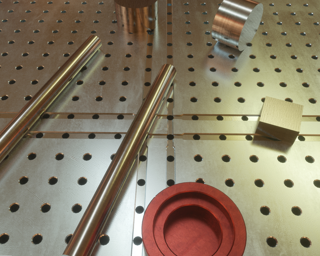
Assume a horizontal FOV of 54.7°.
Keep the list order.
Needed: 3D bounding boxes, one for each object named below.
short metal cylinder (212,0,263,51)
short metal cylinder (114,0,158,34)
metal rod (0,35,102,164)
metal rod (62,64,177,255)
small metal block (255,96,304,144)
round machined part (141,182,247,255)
[{"bbox_3d":[0.130,-0.177,0.521,0.050,0.080,0.080,31,56,23],"label":"short metal cylinder"},{"bbox_3d":[-0.043,-0.220,0.576,0.080,0.050,0.080,0,50,0],"label":"short metal cylinder"},{"bbox_3d":[-0.165,-0.041,0.440,0.025,0.025,0.301,17,52,13],"label":"metal rod"},{"bbox_3d":[-0.035,0.019,0.390,0.025,0.025,0.301,15,51,12],"label":"metal rod"},{"bbox_3d":[0.161,-0.012,0.418,0.050,0.025,0.050,17,52,14],"label":"small metal block"},{"bbox_3d":[0.032,0.107,0.307,0.099,0.042,0.098,0,50,0],"label":"round machined part"}]
